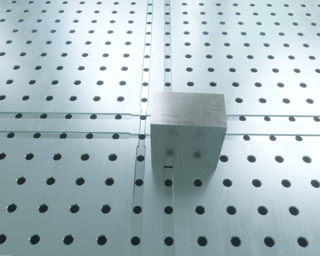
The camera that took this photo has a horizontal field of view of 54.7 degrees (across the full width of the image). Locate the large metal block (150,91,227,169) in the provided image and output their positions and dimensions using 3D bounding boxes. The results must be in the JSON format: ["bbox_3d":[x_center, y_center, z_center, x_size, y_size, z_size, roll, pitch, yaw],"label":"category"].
[{"bbox_3d":[0.031,0.004,0.369,0.080,0.080,0.050,3,50,2],"label":"large metal block"}]
